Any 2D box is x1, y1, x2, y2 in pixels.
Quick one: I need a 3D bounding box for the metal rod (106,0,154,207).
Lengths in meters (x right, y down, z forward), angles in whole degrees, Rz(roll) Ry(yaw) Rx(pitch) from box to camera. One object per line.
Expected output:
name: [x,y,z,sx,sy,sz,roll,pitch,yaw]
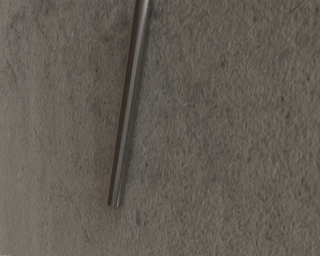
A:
metal rod: [-0.044,-0.035,0.438,0.025,0.025,0.298,15,99,38]
